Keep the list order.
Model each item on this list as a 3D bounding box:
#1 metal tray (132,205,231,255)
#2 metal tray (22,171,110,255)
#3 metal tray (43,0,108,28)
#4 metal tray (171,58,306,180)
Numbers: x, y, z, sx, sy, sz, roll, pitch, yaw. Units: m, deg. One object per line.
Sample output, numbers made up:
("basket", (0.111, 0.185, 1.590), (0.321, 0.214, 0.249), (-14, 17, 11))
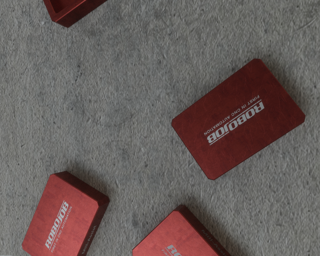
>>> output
("metal tray", (0.039, 0.176, 0.393), (0.130, 0.030, 0.090), (46, 104, 14))
("metal tray", (-0.140, 0.141, 0.456), (0.090, 0.030, 0.129), (27, 99, 18))
("metal tray", (-0.138, -0.227, 0.454), (0.090, 0.030, 0.130), (-28, 81, 17))
("metal tray", (0.091, -0.009, 0.374), (0.130, 0.030, 0.090), (-37, 78, 16))
